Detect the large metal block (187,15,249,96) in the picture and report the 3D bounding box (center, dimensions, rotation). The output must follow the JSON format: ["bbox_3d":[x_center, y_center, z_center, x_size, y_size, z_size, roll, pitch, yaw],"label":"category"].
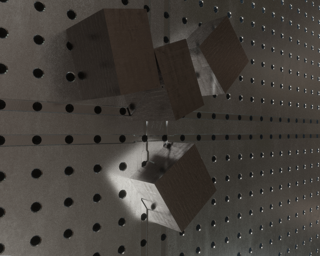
[{"bbox_3d":[0.078,-0.105,0.461,0.080,0.050,0.080,-51,120,-28],"label":"large metal block"}]

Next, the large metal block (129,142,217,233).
[{"bbox_3d":[0.020,0.075,0.412,0.080,0.050,0.080,-41,115,-32],"label":"large metal block"}]

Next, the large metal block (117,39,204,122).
[{"bbox_3d":[-0.003,-0.054,0.373,0.050,0.080,0.080,-29,109,-37],"label":"large metal block"}]

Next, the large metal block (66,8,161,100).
[{"bbox_3d":[-0.051,-0.076,0.332,0.050,0.080,0.079,-18,102,-39],"label":"large metal block"}]
